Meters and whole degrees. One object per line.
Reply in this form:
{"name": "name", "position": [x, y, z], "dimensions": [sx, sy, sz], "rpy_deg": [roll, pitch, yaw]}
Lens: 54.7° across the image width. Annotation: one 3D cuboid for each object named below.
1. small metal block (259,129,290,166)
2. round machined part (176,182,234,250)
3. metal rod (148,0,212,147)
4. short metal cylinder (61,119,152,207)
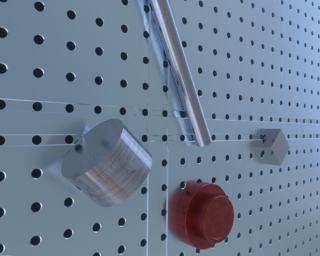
{"name": "small metal block", "position": [0.222, 0.037, 0.599], "dimensions": [0.050, 0.025, 0.050], "rpy_deg": [-52, 121, -28]}
{"name": "round machined part", "position": [0.073, 0.132, 0.463], "dimensions": [0.099, 0.042, 0.097], "rpy_deg": [0, 90, -40]}
{"name": "metal rod", "position": [0.018, -0.112, 0.426], "dimensions": [0.025, 0.025, 0.298], "rpy_deg": [-32, 110, -36]}
{"name": "short metal cylinder", "position": [-0.056, 0.036, 0.328], "dimensions": [0.050, 0.080, 0.080], "rpy_deg": [51, 60, -29]}
